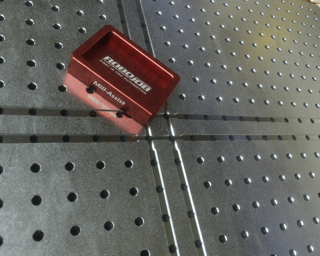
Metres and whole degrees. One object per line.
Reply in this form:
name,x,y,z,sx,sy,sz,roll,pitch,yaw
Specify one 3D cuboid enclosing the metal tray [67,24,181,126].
metal tray,-0.046,-0.074,0.424,0.130,0.030,0.090,36,51,-4
